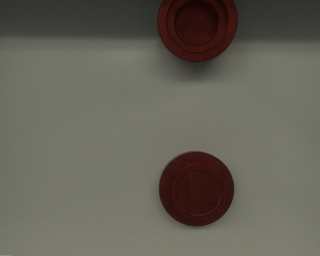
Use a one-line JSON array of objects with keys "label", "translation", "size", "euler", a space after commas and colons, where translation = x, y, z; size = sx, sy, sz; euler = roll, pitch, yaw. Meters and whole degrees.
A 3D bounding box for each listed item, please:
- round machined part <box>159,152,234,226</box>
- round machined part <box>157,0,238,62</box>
[{"label": "round machined part", "translation": [0.048, 0.080, 0.403], "size": [0.099, 0.042, 0.097], "euler": [0, 90, 0]}, {"label": "round machined part", "translation": [0.046, -0.134, 0.398], "size": [0.099, 0.042, 0.097], "euler": [0, 99, 0]}]
